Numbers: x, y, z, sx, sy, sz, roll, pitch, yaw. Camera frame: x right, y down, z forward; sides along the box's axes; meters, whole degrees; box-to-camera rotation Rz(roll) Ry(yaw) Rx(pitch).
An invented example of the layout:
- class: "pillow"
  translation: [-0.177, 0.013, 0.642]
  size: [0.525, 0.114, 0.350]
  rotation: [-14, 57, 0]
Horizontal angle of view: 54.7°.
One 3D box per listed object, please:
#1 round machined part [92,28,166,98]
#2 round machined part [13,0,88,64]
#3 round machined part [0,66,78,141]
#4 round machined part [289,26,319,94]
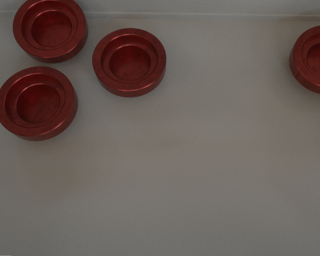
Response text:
- class: "round machined part"
  translation: [-0.041, -0.086, 0.432]
  size: [0.099, 0.042, 0.098]
  rotation: [0, 70, 0]
- class: "round machined part"
  translation: [-0.152, -0.138, 0.445]
  size: [0.099, 0.042, 0.098]
  rotation: [1, 79, -2]
- class: "round machined part"
  translation: [-0.157, -0.029, 0.410]
  size: [0.099, 0.042, 0.098]
  rotation: [0, 70, 0]
- class: "round machined part"
  translation: [0.230, -0.090, 0.432]
  size: [0.099, 0.042, 0.098]
  rotation: [-2, 72, 5]
